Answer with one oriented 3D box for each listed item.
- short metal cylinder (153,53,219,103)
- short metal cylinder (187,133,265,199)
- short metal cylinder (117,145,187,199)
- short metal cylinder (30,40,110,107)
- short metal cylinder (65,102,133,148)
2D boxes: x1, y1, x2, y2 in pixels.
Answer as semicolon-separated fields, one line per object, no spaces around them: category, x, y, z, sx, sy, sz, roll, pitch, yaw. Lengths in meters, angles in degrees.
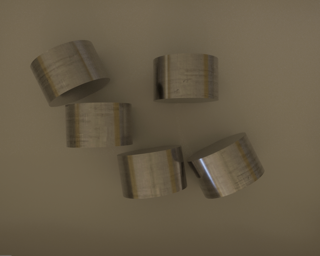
short metal cylinder;0.032;-0.059;0.384;0.081;0.080;0.050;-1;90;-1
short metal cylinder;0.081;0.046;0.385;0.080;0.080;0.050;-27;90;0
short metal cylinder;-0.010;0.052;0.384;0.081;0.080;0.050;-8;90;0
short metal cylinder;-0.109;-0.066;0.382;0.080;0.080;0.050;-26;90;0
short metal cylinder;-0.075;-0.003;0.383;0.081;0.080;0.050;-2;90;-1
